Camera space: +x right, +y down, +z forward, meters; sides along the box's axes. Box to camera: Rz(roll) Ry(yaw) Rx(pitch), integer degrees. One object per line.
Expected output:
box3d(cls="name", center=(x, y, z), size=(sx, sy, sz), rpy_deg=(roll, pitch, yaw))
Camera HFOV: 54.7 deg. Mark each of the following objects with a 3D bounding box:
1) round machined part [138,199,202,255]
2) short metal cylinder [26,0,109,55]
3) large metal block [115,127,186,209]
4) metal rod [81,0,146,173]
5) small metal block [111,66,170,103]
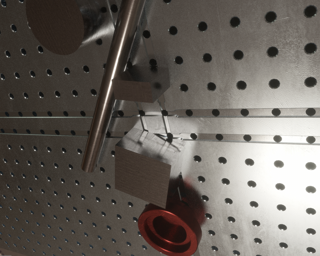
box3d(cls="round machined part", center=(0.019, 0.151, 0.482), size=(0.098, 0.042, 0.097), rpy_deg=(13, 124, 20))
box3d(cls="short metal cylinder", center=(-0.109, -0.133, 0.368), size=(0.080, 0.050, 0.079), rpy_deg=(13, 124, 20))
box3d(cls="large metal block", center=(-0.015, 0.055, 0.436), size=(0.080, 0.050, 0.079), rpy_deg=(18, 125, 17))
box3d(cls="metal rod", center=(-0.070, -0.044, 0.419), size=(0.025, 0.025, 0.298), rpy_deg=(30, 128, 8))
box3d(cls="small metal block", center=(-0.022, -0.054, 0.372), size=(0.050, 0.050, 0.025), rpy_deg=(8, 122, 24))
